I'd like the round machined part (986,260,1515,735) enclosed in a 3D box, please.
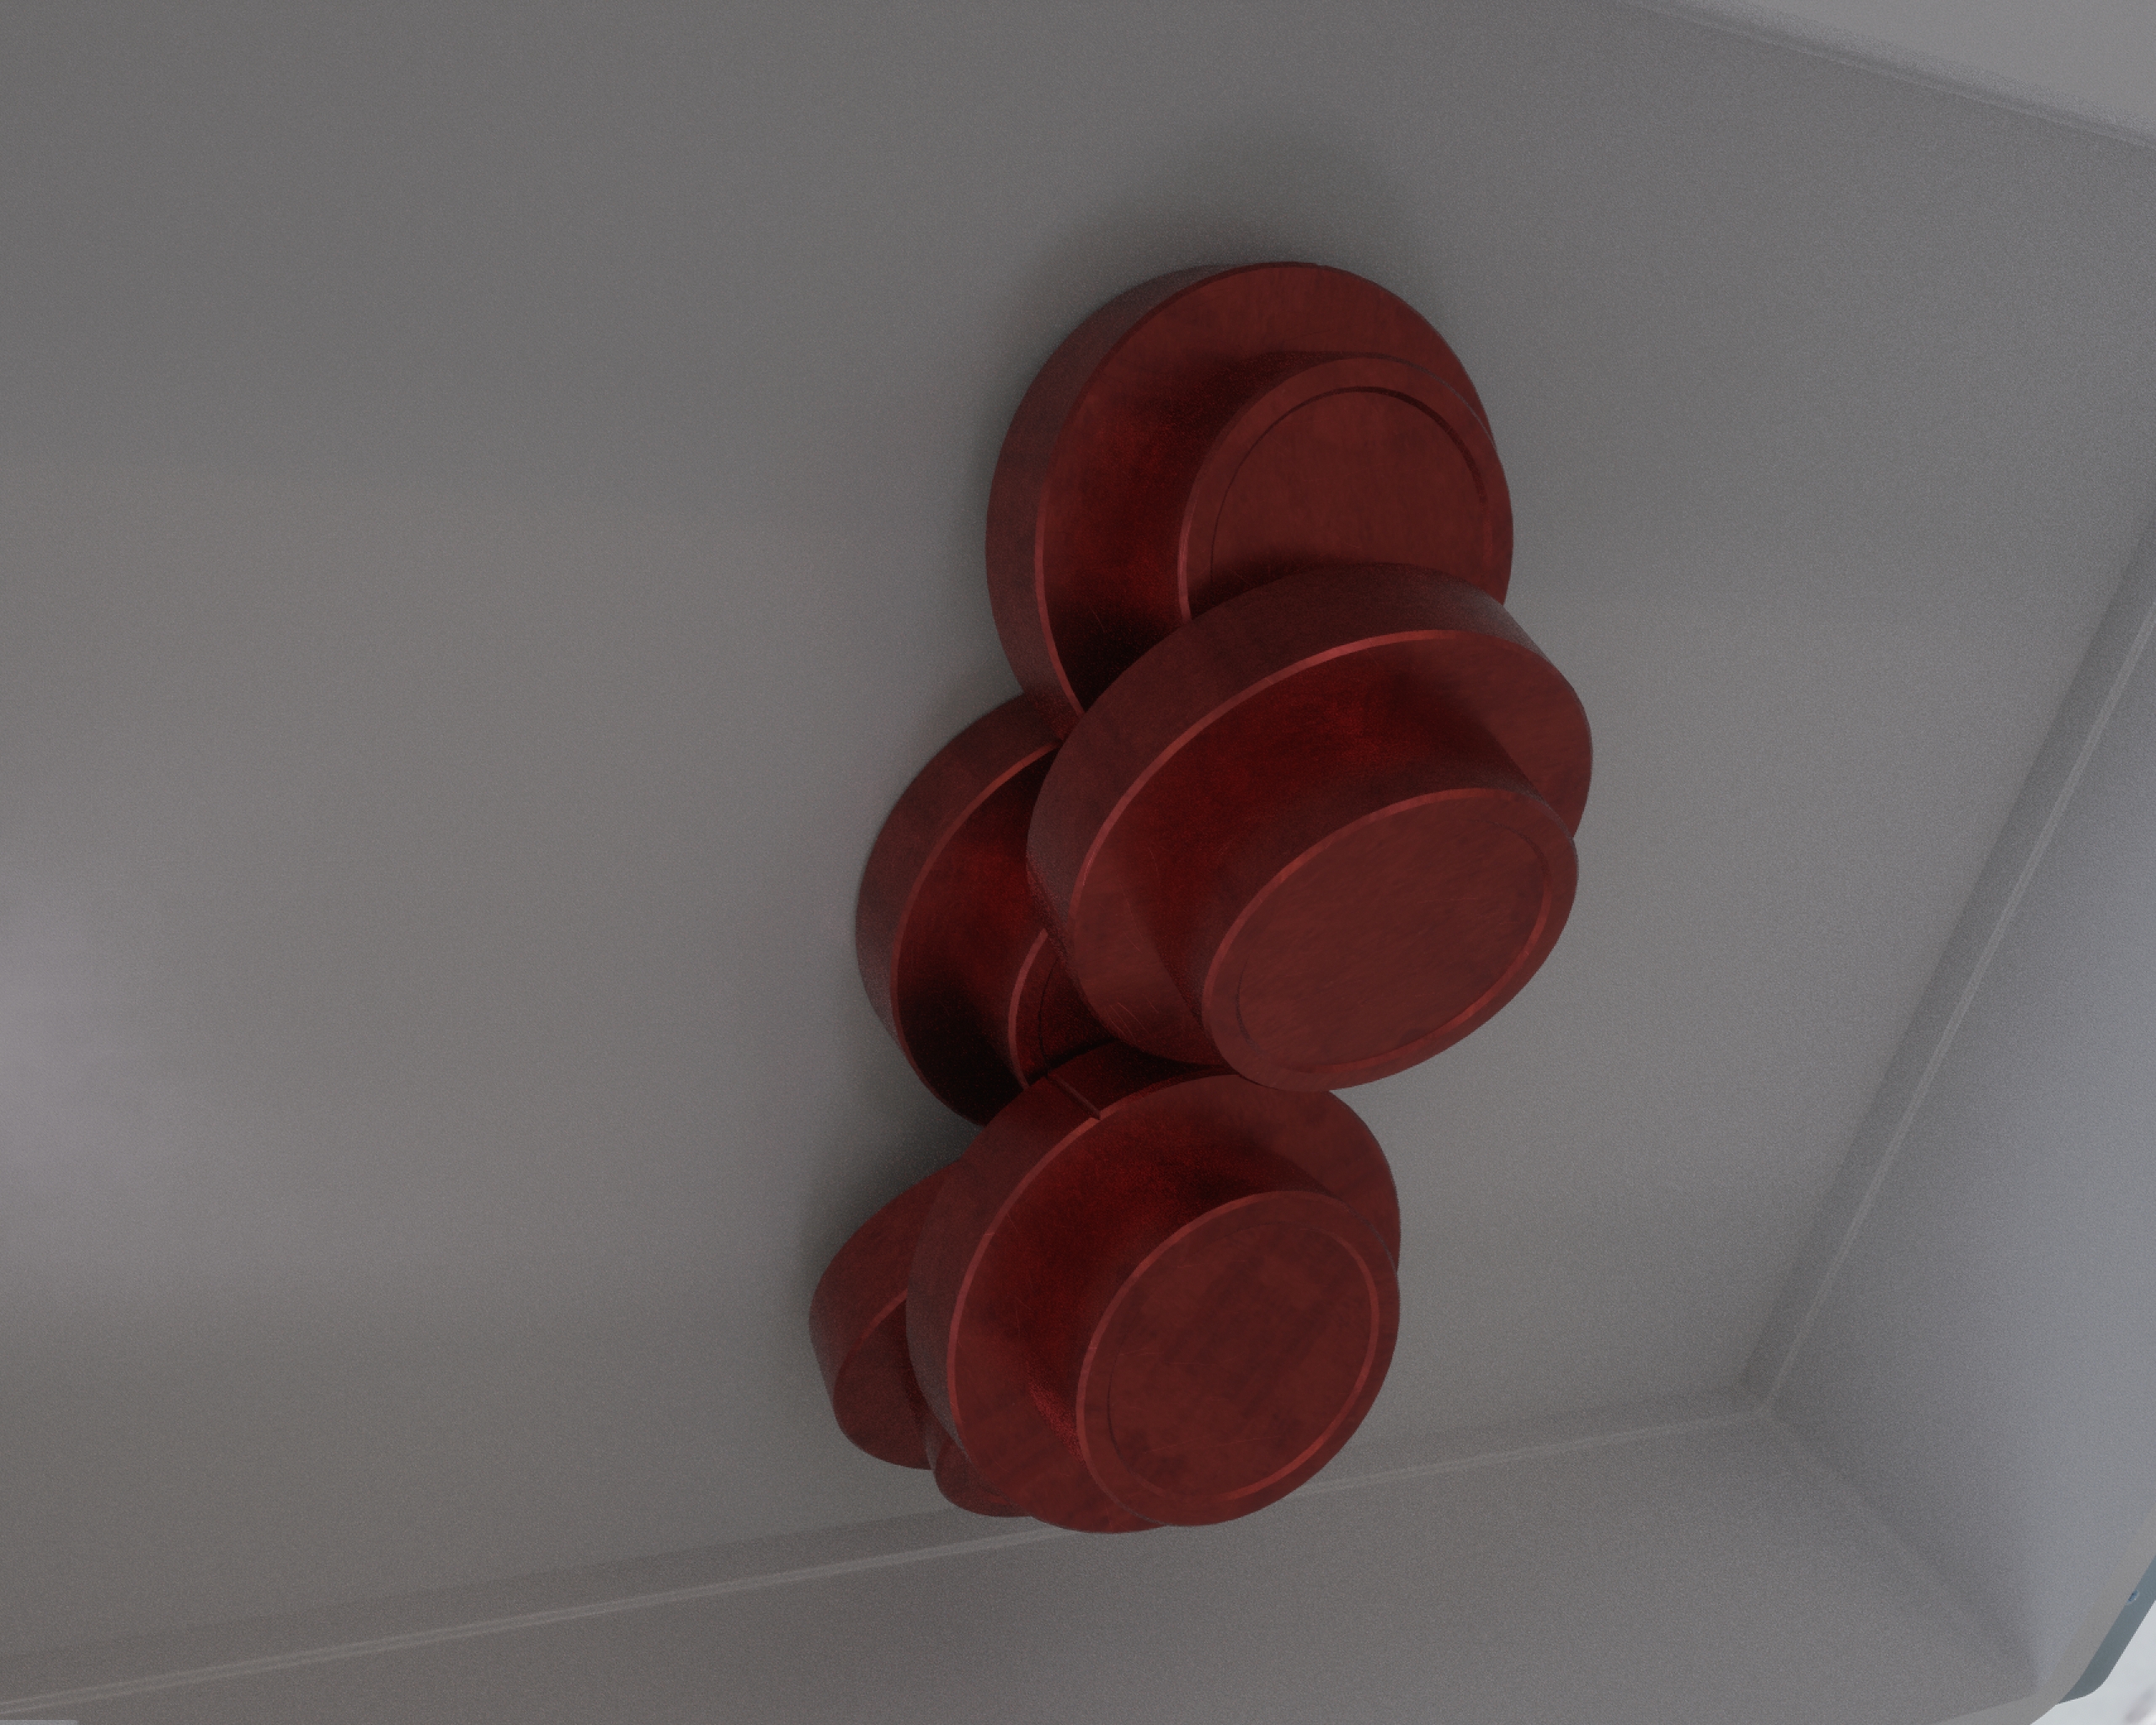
[{"bbox_3d":[0.037,-0.056,0.367,0.099,0.042,0.097,-7,106,-27],"label":"round machined part"}]

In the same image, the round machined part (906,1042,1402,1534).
[{"bbox_3d":[0.021,0.084,0.393,0.099,0.042,0.097,-10,112,-26],"label":"round machined part"}]

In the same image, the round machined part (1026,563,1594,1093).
[{"bbox_3d":[0.044,0.001,0.354,0.099,0.042,0.097,-15,137,-15],"label":"round machined part"}]

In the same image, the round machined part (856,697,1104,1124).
[{"bbox_3d":[0.010,0.015,0.410,0.099,0.042,0.097,-14,123,-21],"label":"round machined part"}]

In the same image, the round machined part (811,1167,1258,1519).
[{"bbox_3d":[-0.003,0.101,0.439,0.099,0.042,0.097,-15,139,-13],"label":"round machined part"}]
